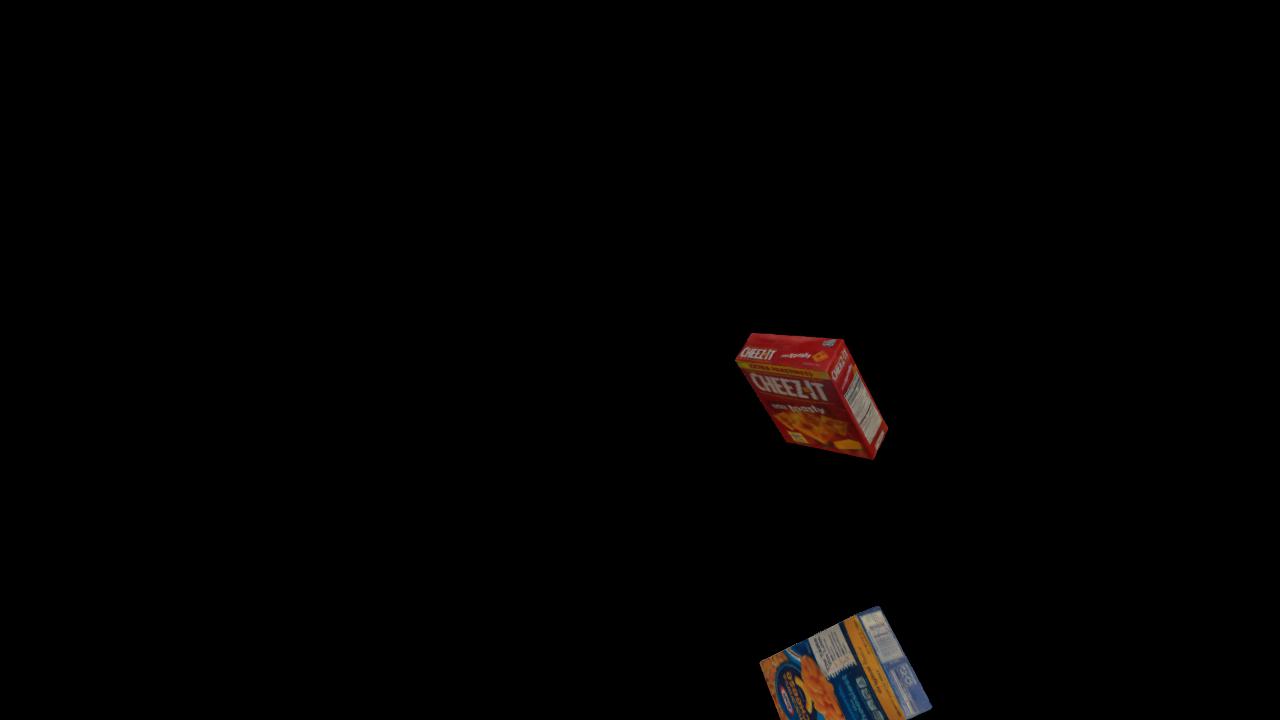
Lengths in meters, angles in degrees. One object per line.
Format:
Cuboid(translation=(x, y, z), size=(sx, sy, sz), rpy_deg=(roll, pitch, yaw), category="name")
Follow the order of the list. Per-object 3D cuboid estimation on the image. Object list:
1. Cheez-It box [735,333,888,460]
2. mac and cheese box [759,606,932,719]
Cuboid(translation=(0.273, 0.056, 0.972), size=(0.166, 0.071, 0.223), rpy_deg=(7, -37, 46), category="Cheez-It box")
Cuboid(translation=(0.196, 0.325, 0.620), size=(0.041, 0.093, 0.184), rpy_deg=(-4, -36, -29), category="mac and cheese box")
